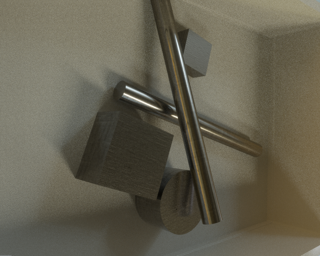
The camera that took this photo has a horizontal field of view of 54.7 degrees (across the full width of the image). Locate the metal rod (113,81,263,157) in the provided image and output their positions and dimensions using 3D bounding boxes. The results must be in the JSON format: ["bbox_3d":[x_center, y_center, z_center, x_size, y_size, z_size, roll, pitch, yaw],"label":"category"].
[{"bbox_3d":[0.062,-0.002,0.461,0.302,0.025,0.025,21,77,-38],"label":"metal rod"}]

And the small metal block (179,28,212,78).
[{"bbox_3d":[0.045,-0.106,0.447,0.050,0.025,0.050,21,77,-38],"label":"small metal block"}]

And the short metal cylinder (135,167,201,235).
[{"bbox_3d":[0.015,0.092,0.405,0.081,0.050,0.079,0,90,-40],"label":"short metal cylinder"}]

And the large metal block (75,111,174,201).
[{"bbox_3d":[-0.039,0.032,0.360,0.080,0.050,0.080,26,74,-38],"label":"large metal block"}]

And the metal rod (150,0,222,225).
[{"bbox_3d":[0.032,-0.030,0.394,0.025,0.025,0.298,-8,83,-40],"label":"metal rod"}]
